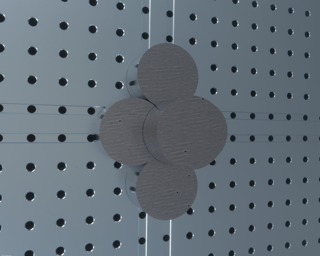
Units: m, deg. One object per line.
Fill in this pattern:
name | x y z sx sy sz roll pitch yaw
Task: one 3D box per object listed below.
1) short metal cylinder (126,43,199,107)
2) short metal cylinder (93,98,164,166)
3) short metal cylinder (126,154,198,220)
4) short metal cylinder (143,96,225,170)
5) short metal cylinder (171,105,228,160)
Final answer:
short metal cylinder | 0.002 -0.064 0.400 0.081 0.050 0.079 0 90 -21
short metal cylinder | -0.039 0.004 0.385 0.081 0.050 0.079 0 90 -20
short metal cylinder | 0.001 0.072 0.399 0.081 0.050 0.080 1 88 -20
short metal cylinder | 0.026 0.005 0.355 0.081 0.050 0.079 0 90 -20
short metal cylinder | 0.042 0.005 0.414 0.081 0.050 0.079 0 90 -20
